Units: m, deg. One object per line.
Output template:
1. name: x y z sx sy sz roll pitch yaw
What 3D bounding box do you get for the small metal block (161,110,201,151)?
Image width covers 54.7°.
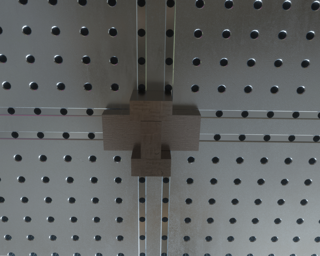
1. small metal block: 0.027 0.003 0.414 0.050 0.025 0.050 1 110 -1

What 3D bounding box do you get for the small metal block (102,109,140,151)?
1. small metal block: -0.049 0.002 0.413 0.050 0.025 0.050 0 110 -1

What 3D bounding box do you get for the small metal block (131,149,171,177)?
1. small metal block: -0.011 0.042 0.415 0.050 0.050 0.025 1 110 -1

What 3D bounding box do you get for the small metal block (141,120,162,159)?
1. small metal block: -0.011 0.007 0.402 0.025 0.050 0.050 1 110 -1

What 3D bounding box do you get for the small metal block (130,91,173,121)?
1. small metal block: -0.011 -0.029 0.389 0.050 0.050 0.025 1 110 -1
